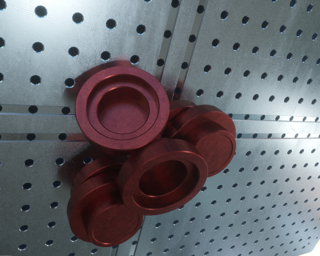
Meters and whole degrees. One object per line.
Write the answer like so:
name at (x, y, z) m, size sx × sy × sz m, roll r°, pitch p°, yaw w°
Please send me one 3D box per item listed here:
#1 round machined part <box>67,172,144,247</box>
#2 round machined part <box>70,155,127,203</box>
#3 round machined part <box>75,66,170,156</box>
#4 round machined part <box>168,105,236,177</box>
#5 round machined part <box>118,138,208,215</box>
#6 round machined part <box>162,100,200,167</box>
round machined part at (-0.059, 0.105, 0.377) m, size 0.099 × 0.042 × 0.097 m, roll -14°, pitch 124°, yaw -21°
round machined part at (-0.059, 0.086, 0.393) m, size 0.099 × 0.042 × 0.097 m, roll -14°, pitch 124°, yaw -21°
round machined part at (-0.040, -0.016, 0.343) m, size 0.099 × 0.098 × 0.042 m, roll -25°, pitch 163°, yaw -13°
round machined part at (0.055, 0.023, 0.388) m, size 0.099 × 0.042 × 0.097 m, roll -14°, pitch 124°, yaw -21°
round machined part at (0.000, 0.050, 0.347) m, size 0.099 × 0.042 × 0.097 m, roll -13°, pitch 131°, yaw -15°
round machined part at (0.026, 0.017, 0.397) m, size 0.099 × 0.042 × 0.097 m, roll -14°, pitch 124°, yaw -21°
